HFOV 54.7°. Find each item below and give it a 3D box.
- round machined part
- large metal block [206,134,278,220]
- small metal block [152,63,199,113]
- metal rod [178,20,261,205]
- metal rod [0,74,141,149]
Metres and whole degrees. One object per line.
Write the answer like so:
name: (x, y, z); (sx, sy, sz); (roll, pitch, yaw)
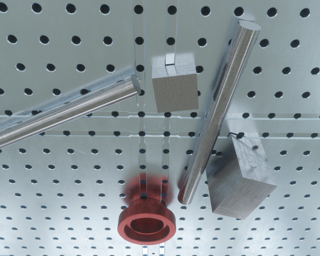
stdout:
round machined part: (-0.022, 0.159, 0.536); (0.099, 0.042, 0.097); (-1, 130, 0)
large metal block: (0.109, 0.069, 0.436); (0.050, 0.080, 0.079); (16, 128, -14)
small metal block: (0.019, -0.047, 0.372); (0.050, 0.025, 0.050); (-6, 130, 4)
metal rod: (0.067, 0.005, 0.416); (0.025, 0.025, 0.298); (7, 130, -7)
metal rod: (-0.165, -0.003, 0.406); (0.301, 0.025, 0.025); (-20, 128, 15)
